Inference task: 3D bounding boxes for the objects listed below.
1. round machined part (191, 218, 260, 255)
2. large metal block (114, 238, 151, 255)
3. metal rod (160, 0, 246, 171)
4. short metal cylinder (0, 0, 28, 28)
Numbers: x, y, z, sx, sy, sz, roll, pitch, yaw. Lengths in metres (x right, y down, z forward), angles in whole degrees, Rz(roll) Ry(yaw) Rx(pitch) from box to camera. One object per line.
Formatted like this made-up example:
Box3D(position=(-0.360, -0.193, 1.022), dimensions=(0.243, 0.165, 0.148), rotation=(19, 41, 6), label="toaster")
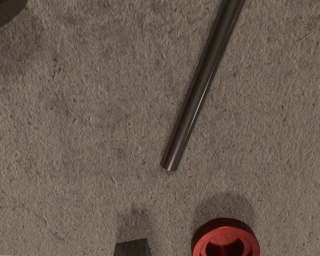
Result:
Box3D(position=(0.095, 0.176, 0.467), dimensions=(0.099, 0.042, 0.097), rotation=(0, 110, -1), label="round machined part")
Box3D(position=(-0.037, 0.228, 0.464), dimensions=(0.050, 0.080, 0.079), rotation=(-12, 110, 4), label="large metal block")
Box3D(position=(0.060, -0.079, 0.381), dimensions=(0.025, 0.025, 0.298), rotation=(18, 109, -7), label="metal rod")
Box3D(position=(-0.191, -0.136, 0.327), dimensions=(0.080, 0.080, 0.050), rotation=(-33, 107, 11), label="short metal cylinder")
